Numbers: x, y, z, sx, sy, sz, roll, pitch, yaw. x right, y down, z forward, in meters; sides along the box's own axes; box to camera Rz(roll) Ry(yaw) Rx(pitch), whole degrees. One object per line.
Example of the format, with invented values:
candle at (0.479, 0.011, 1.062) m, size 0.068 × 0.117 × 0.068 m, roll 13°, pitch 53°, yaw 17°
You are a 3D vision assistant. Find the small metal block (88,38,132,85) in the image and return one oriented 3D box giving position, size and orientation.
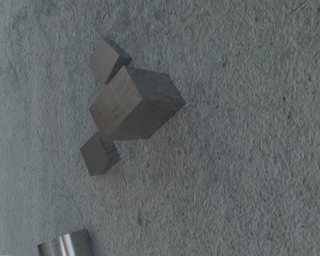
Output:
small metal block at (-0.076, -0.099, 0.468) m, size 0.050 × 0.025 × 0.050 m, roll 47°, pitch 118°, yaw 29°

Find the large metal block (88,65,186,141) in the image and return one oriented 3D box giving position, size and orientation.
large metal block at (-0.029, -0.028, 0.393) m, size 0.080 × 0.081 × 0.050 m, roll -44°, pitch 64°, yaw 31°

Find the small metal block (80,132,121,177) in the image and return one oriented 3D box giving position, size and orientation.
small metal block at (-0.094, 0.040, 0.482) m, size 0.050 × 0.025 × 0.050 m, roll -41°, pitch 65°, yaw 32°

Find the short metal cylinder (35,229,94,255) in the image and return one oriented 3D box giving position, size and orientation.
short metal cylinder at (-0.151, 0.200, 0.494) m, size 0.080 × 0.081 × 0.050 m, roll -32°, pitch 70°, yaw 35°
